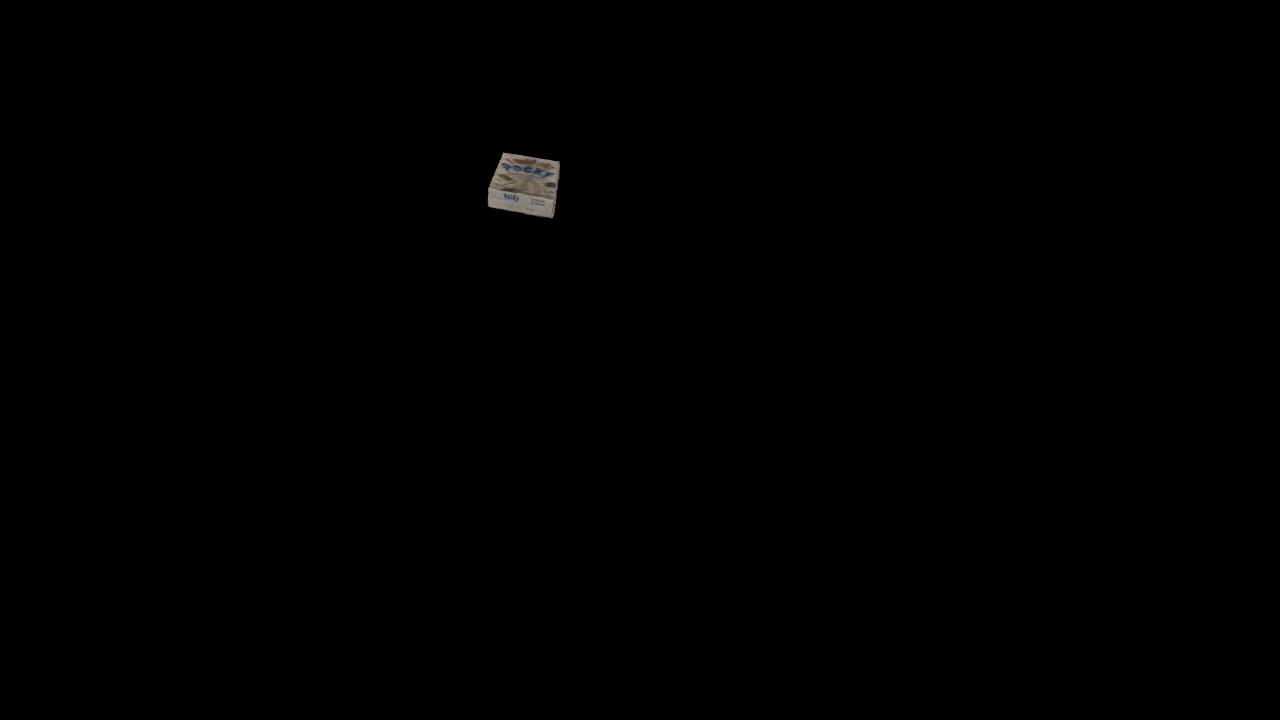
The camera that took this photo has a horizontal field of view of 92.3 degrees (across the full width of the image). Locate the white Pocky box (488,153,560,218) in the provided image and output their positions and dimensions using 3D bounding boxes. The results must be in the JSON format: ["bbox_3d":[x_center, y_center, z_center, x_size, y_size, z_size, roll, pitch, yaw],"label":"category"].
[{"bbox_3d":[-0.151,-0.235,0.819,0.084,0.028,0.154,7,34,-9],"label":"white Pocky box"}]
